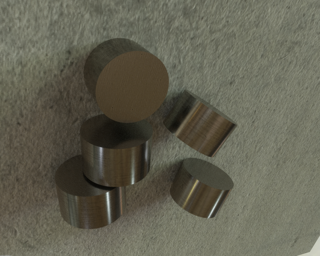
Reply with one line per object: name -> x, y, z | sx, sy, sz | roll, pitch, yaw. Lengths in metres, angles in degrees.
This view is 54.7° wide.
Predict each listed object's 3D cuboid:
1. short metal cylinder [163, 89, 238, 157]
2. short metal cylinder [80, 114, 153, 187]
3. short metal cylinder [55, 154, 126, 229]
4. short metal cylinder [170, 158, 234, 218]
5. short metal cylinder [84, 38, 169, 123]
short metal cylinder -> 0.051, -0.007, 0.397 | 0.080, 0.080, 0.050 | 25, 105, -37
short metal cylinder -> -0.050, 0.023, 0.359 | 0.081, 0.080, 0.050 | -9, 123, -24
short metal cylinder -> -0.081, 0.073, 0.373 | 0.081, 0.080, 0.050 | -11, 124, -23
short metal cylinder -> 0.062, 0.087, 0.461 | 0.081, 0.080, 0.050 | 10, 113, -33
short metal cylinder -> -0.037, -0.052, 0.339 | 0.081, 0.050, 0.079 | -14, 125, -21
